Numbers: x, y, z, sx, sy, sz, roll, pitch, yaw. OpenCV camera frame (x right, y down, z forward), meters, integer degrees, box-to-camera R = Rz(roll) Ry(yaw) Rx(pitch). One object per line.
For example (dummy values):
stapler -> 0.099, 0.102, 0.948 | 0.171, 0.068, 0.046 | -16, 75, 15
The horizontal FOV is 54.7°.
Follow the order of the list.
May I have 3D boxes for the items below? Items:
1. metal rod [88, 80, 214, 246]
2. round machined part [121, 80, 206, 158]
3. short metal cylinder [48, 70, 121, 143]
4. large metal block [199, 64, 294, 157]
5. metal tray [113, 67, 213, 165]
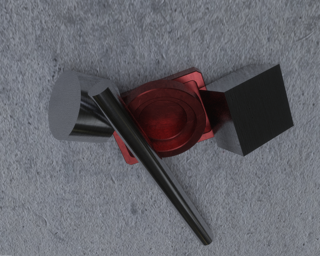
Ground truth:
metal rod -> 0.005, 0.065, 0.388 | 0.025, 0.025, 0.299 | -26, 126, 9
round machined part -> 0.003, -0.014, 0.371 | 0.099, 0.042, 0.097 | -3, 126, -4
short metal cylinder -> -0.090, -0.023, 0.365 | 0.050, 0.080, 0.079 | 8, 115, -42
large metal block -> 0.104, -0.024, 0.372 | 0.081, 0.050, 0.080 | -28, 110, -18
metal tray -> 0.002, -0.015, 0.403 | 0.131, 0.030, 0.090 | -19, 109, 6
